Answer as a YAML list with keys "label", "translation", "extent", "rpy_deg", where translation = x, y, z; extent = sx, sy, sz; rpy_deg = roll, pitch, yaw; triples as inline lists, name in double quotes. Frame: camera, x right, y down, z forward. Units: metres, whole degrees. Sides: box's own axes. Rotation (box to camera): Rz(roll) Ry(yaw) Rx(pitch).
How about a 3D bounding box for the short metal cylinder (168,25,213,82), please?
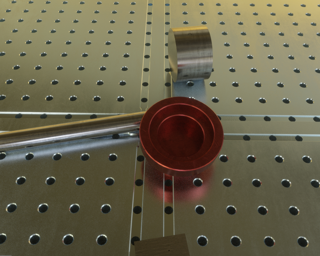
- label: "short metal cylinder"
  translation: [0.043, -0.111, 0.466]
  extent: [0.050, 0.080, 0.080]
  rpy_deg: [-7, 51, -6]

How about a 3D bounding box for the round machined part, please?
- label: "round machined part"
  translation: [0.024, 0.014, 0.377]
  extent: [0.099, 0.042, 0.098]
  rpy_deg: [2, 61, -3]

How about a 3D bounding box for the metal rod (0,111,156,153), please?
- label: "metal rod"
  translation: [-0.097, 0.002, 0.404]
  extent: [0.302, 0.025, 0.025]
  rpy_deg: [-9, 51, -8]

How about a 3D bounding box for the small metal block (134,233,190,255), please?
- label: "small metal block"
  translation: [0.004, 0.134, 0.296]
  extent: [0.050, 0.025, 0.050]
  rpy_deg: [-7, 50, -6]
